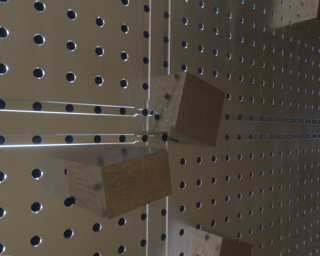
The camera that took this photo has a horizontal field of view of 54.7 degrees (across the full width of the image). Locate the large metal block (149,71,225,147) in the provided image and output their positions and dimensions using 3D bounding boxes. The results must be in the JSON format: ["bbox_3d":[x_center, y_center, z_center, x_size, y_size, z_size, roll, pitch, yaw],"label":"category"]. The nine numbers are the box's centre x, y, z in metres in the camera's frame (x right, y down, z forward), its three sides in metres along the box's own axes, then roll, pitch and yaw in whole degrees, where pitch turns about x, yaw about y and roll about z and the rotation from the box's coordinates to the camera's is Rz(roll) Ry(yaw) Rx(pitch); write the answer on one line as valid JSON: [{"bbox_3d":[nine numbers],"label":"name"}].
[{"bbox_3d":[0.039,-0.023,0.428,0.080,0.050,0.080,20,77,-39],"label":"large metal block"}]

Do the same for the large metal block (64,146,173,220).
[{"bbox_3d":[-0.046,0.053,0.337,0.081,0.080,0.050,-12,98,-40],"label":"large metal block"}]

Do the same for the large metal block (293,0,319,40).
[{"bbox_3d":[0.343,-0.254,0.684,0.080,0.050,0.080,20,78,-39],"label":"large metal block"}]

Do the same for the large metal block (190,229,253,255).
[{"bbox_3d":[0.091,0.206,0.472,0.080,0.050,0.080,26,74,-37],"label":"large metal block"}]
